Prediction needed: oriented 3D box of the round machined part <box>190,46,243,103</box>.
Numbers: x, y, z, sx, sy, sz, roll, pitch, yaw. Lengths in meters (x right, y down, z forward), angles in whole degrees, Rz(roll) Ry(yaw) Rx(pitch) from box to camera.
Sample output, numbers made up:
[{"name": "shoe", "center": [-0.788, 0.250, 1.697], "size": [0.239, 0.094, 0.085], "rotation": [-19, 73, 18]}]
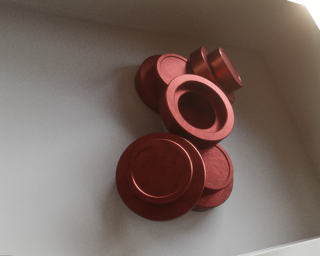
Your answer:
[{"name": "round machined part", "center": [0.089, -0.081, 0.465], "size": [0.098, 0.042, 0.098], "rotation": [44, 29, -32]}]

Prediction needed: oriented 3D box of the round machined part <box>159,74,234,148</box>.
[{"name": "round machined part", "center": [0.043, -0.018, 0.400], "size": [0.099, 0.042, 0.098], "rotation": [14, 56, -21]}]

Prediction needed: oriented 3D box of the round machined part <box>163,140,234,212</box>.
[{"name": "round machined part", "center": [0.053, 0.052, 0.391], "size": [0.099, 0.042, 0.098], "rotation": [14, 56, -21]}]

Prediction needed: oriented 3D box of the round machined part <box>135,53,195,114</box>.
[{"name": "round machined part", "center": [0.017, -0.068, 0.444], "size": [0.099, 0.042, 0.098], "rotation": [14, 56, -21]}]

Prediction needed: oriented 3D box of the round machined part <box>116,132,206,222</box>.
[{"name": "round machined part", "center": [0.000, 0.050, 0.337], "size": [0.099, 0.042, 0.098], "rotation": [-1, 69, 3]}]
